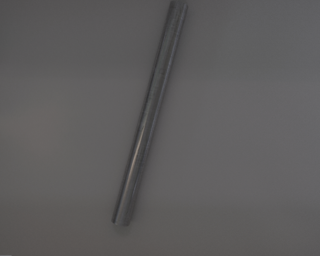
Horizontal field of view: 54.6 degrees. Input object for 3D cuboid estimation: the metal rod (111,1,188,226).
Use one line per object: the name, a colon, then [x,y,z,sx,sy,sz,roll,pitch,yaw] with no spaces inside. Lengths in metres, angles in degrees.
metal rod: [-0.014,-0.019,0.411,0.025,0.025,0.299,15,90,0]
